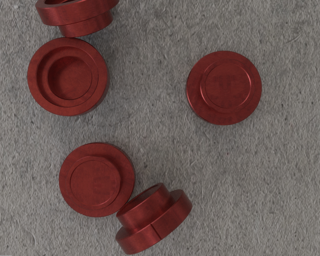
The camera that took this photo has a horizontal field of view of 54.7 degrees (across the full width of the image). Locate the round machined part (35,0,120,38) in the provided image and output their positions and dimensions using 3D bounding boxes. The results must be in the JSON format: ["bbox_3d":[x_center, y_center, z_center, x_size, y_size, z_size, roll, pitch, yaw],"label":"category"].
[{"bbox_3d":[-0.097,-0.145,0.382,0.099,0.098,0.042,-15,127,0],"label":"round machined part"}]

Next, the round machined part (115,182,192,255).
[{"bbox_3d":[-0.013,0.102,0.373,0.098,0.098,0.042,-34,90,0],"label":"round machined part"}]

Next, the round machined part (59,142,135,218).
[{"bbox_3d":[-0.082,0.068,0.401,0.099,0.042,0.097,0,90,0],"label":"round machined part"}]

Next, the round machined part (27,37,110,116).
[{"bbox_3d":[-0.114,-0.063,0.400,0.099,0.042,0.097,0,90,0],"label":"round machined part"}]

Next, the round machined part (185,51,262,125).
[{"bbox_3d":[0.084,-0.052,0.402,0.099,0.042,0.097,0,90,0],"label":"round machined part"}]
